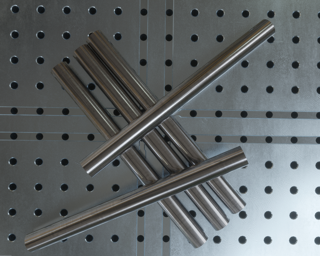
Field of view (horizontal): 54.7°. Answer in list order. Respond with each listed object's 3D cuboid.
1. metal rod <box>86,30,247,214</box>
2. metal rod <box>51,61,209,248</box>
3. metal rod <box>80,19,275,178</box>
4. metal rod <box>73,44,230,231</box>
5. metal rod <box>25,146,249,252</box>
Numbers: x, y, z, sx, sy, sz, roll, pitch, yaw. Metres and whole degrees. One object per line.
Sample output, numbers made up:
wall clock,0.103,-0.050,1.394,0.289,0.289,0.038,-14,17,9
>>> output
metal rod,0.009,-0.008,0.413,0.025,0.025,0.300,-40,91,0
metal rod,-0.040,0.036,0.413,0.025,0.025,0.300,-39,91,0
metal rod,0.028,-0.043,0.393,0.301,0.025,0.025,-38,90,-8
metal rod,-0.011,0.013,0.413,0.025,0.025,0.300,-39,91,0
metal rod,-0.035,0.093,0.392,0.301,0.025,0.025,-24,90,8
